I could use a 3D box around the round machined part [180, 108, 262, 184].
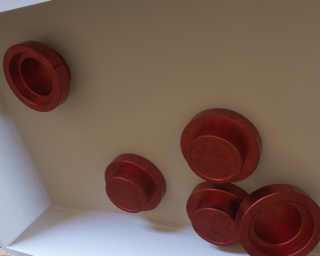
[{"bbox_3d":[0.070,0.028,0.378,0.098,0.042,0.097,13,124,20],"label":"round machined part"}]

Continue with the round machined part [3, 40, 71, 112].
[{"bbox_3d":[-0.167,-0.075,0.437,0.098,0.042,0.097,13,124,20],"label":"round machined part"}]

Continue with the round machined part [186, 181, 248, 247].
[{"bbox_3d":[0.082,0.124,0.430,0.098,0.042,0.097,13,124,20],"label":"round machined part"}]

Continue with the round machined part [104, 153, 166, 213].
[{"bbox_3d":[-0.044,0.091,0.475,0.098,0.042,0.097,13,124,20],"label":"round machined part"}]

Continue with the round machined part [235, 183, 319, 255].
[{"bbox_3d":[0.140,0.111,0.375,0.099,0.042,0.097,0,107,-1],"label":"round machined part"}]
